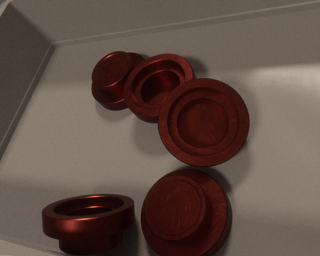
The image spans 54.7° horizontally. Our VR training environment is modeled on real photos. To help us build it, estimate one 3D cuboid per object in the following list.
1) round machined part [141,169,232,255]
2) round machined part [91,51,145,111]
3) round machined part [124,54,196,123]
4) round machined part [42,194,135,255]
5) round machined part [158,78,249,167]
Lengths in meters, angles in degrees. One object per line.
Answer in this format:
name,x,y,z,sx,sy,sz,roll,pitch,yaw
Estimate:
round machined part,0.023,0.089,0.328,0.098,0.042,0.098,-13,56,20
round machined part,-0.064,-0.079,0.475,0.098,0.042,0.098,-13,56,20
round machined part,0.004,-0.049,0.419,0.098,0.042,0.098,-11,59,19
round machined part,-0.077,0.106,0.343,0.098,0.098,0.042,-2,92,27
round machined part,0.048,-0.004,0.354,0.099,0.042,0.097,-1,82,6
